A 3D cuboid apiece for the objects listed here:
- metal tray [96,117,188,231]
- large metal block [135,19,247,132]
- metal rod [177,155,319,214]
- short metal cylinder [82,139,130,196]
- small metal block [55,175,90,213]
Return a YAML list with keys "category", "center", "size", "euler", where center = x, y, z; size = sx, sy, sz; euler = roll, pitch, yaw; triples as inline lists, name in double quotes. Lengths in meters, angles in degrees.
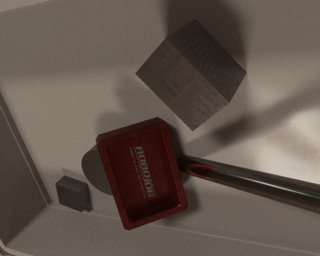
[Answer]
- category: "metal tray"
  center: [-0.022, 0.060, 0.408]
  size: [0.091, 0.030, 0.129]
  euler: [-17, 107, -10]
- category: "large metal block"
  center: [0.035, -0.057, 0.319]
  size: [0.080, 0.080, 0.050]
  euler: [45, 129, -4]
- category: "metal rod"
  center: [0.117, 0.059, 0.301]
  size: [0.300, 0.025, 0.025]
  euler: [7, 126, 55]
- category: "short metal cylinder"
  center: [-0.068, 0.053, 0.459]
  size: [0.080, 0.050, 0.079]
  euler: [13, 124, 20]
- category: "small metal block"
  center: [-0.158, 0.120, 0.563]
  size: [0.050, 0.025, 0.050]
  euler: [15, 125, 19]
